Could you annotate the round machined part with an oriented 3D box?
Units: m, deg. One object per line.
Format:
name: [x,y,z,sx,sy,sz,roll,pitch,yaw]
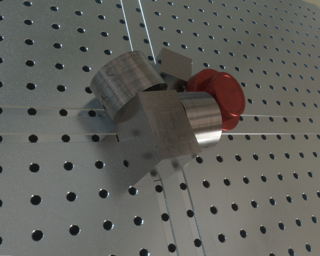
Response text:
round machined part: [0.088,-0.043,0.455,0.099,0.042,0.098,17,62,-35]

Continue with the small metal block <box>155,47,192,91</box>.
small metal block: [0.020,-0.089,0.473,0.050,0.025,0.050,18,55,-18]

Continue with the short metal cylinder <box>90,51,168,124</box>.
short metal cylinder: [-0.038,-0.049,0.382,0.081,0.080,0.050,-28,77,-37]

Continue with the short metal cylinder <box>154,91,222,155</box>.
short metal cylinder: [0.033,-0.006,0.394,0.050,0.080,0.080,-7,66,-31]

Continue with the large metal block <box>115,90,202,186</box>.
large metal block: [-0.006,0.012,0.362,0.050,0.080,0.080,-7,66,-32]
